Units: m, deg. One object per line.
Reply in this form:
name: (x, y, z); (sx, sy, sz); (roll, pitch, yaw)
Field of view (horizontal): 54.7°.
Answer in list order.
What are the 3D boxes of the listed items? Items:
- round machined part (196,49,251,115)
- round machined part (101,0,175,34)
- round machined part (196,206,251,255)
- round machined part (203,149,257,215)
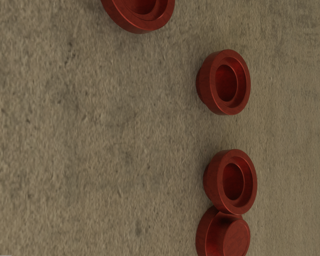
round machined part: (0.093, -0.068, 0.474); (0.099, 0.042, 0.097); (0, 90, -40)
round machined part: (-0.032, -0.161, 0.368); (0.099, 0.042, 0.097); (0, 90, -40)
round machined part: (0.105, 0.172, 0.485); (0.099, 0.042, 0.097); (0, 90, -40)
round machined part: (0.104, 0.083, 0.478); (0.099, 0.042, 0.097); (9, 76, -39)
